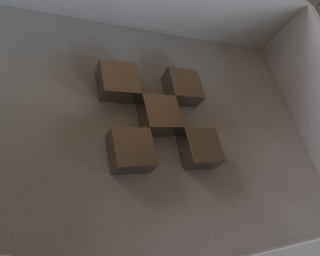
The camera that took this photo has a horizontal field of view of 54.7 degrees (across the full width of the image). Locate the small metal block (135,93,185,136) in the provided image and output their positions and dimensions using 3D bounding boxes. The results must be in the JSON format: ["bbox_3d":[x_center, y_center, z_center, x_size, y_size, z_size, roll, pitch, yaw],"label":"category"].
[{"bbox_3d":[0.000,-0.017,0.413,0.050,0.025,0.050,0,62,-28],"label":"small metal block"}]

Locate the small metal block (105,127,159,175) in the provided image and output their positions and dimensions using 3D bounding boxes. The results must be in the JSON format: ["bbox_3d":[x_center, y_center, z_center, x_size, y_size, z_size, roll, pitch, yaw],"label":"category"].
[{"bbox_3d":[-0.034,0.027,0.368,0.050,0.025,0.050,1,61,-28],"label":"small metal block"}]

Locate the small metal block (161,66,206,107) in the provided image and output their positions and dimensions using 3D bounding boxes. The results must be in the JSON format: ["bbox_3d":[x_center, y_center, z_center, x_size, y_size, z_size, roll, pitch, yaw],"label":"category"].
[{"bbox_3d":[0.034,-0.060,0.457,0.050,0.025,0.050,2,61,-27],"label":"small metal block"}]

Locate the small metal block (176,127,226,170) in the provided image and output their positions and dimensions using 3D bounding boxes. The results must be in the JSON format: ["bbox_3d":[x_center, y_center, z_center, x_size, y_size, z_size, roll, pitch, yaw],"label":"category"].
[{"bbox_3d":[0.054,0.027,0.415,0.050,0.025,0.050,1,61,-28],"label":"small metal block"}]

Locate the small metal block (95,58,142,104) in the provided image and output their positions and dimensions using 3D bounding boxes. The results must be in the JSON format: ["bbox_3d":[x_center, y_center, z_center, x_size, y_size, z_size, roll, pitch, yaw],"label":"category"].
[{"bbox_3d":[-0.056,-0.061,0.410,0.050,0.025,0.050,2,61,-28],"label":"small metal block"}]
